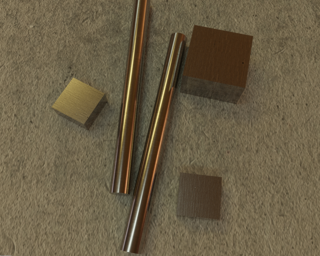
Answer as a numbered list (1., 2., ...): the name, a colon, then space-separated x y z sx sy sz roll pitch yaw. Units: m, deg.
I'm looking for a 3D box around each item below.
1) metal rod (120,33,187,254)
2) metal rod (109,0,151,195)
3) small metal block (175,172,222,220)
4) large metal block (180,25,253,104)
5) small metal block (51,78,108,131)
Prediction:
1. metal rod: -0.003 0.005 0.406 0.025 0.025 0.299 11 70 4
2. metal rod: -0.038 -0.059 0.429 0.025 0.025 0.299 4 70 1
3. small metal block: 0.047 0.084 0.378 0.050 0.025 0.050 6 70 2
4. large metal block: 0.077 -0.087 0.428 0.080 0.050 0.080 12 70 4
5. small metal block: -0.107 -0.032 0.419 0.050 0.025 0.050 27 72 9
